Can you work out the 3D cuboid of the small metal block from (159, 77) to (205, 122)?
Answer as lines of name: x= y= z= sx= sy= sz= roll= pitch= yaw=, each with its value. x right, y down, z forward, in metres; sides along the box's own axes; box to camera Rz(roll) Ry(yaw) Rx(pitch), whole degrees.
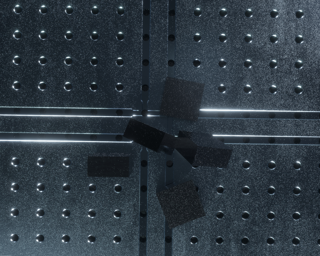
small metal block: x=0.029 y=-0.038 z=0.414 sx=0.050 sy=0.025 sz=0.050 roll=11 pitch=90 yaw=0

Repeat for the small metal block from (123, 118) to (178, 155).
small metal block: x=-0.010 y=0.012 z=0.393 sx=0.050 sy=0.050 sz=0.025 roll=23 pitch=90 yaw=24

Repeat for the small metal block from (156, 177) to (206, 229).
small metal block: x=0.027 y=0.099 z=0.414 sx=0.050 sy=0.025 sz=0.050 roll=-21 pitch=90 yaw=0

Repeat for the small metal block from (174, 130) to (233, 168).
small metal block: x=0.054 y=0.026 z=0.391 sx=0.050 sy=0.050 sz=0.025 roll=7 pitch=108 yaw=-26

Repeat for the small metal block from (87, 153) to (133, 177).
small metal block: x=-0.063 y=0.047 z=0.401 sx=0.050 sy=0.050 sz=0.025 roll=1 pitch=90 yaw=0
